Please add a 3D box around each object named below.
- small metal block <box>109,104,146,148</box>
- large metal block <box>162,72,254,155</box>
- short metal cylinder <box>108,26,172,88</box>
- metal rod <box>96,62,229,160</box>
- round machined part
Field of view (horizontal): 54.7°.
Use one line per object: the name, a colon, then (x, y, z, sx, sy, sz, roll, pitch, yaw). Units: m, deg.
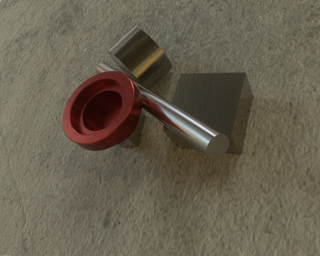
small metal block: (-0.046, -0.006, 0.416, 0.025, 0.050, 0.050, -2, 61, 27)
large metal block: (0.059, -0.018, 0.369, 0.080, 0.050, 0.080, 5, 64, 30)
short metal cylinder: (-0.029, -0.097, 0.443, 0.050, 0.080, 0.080, -45, 51, -3)
metal rod: (-0.021, -0.040, 0.391, 0.025, 0.025, 0.300, -46, 37, -4)
round machined part: (-0.064, -0.017, 0.374, 0.098, 0.042, 0.098, -12, 58, 21)
